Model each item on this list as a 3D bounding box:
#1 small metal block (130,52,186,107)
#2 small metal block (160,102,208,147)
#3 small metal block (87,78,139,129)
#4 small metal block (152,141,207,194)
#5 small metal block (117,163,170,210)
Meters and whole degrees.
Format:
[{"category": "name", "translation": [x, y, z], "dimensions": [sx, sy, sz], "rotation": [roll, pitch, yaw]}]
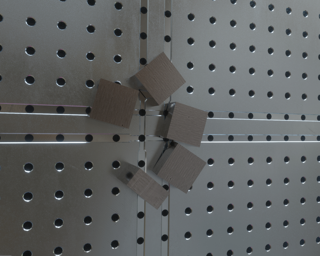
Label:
[{"category": "small metal block", "translation": [-0.003, -0.064, 0.413], "dimensions": [0.050, 0.025, 0.050], "rotation": [-43, 104, -15]}, {"category": "small metal block", "translation": [0.033, -0.004, 0.426], "dimensions": [0.050, 0.025, 0.050], "rotation": [17, 84, -20]}, {"category": "small metal block", "translation": [-0.060, -0.030, 0.391], "dimensions": [0.050, 0.025, 0.050], "rotation": [17, 84, -20]}, {"category": "small metal block", "translation": [0.026, 0.053, 0.421], "dimensions": [0.050, 0.025, 0.050], "rotation": [35, 85, -17]}, {"category": "small metal block", "translation": [-0.022, 0.073, 0.392], "dimensions": [0.050, 0.050, 0.025], "rotation": [43, 77, -16]}]
